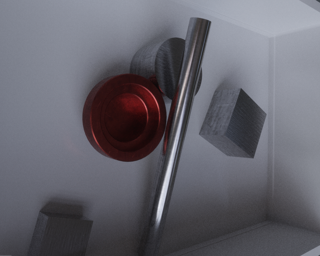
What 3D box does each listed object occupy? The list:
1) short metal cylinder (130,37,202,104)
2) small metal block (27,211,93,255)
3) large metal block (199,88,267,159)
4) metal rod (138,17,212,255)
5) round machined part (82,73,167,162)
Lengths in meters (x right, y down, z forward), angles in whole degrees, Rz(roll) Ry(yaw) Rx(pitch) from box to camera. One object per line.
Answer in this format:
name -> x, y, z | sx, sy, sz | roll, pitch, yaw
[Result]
short metal cylinder -> 0.009, -0.071, 0.399 | 0.081, 0.050, 0.079 | 0, 90, -40
small metal block -> -0.103, 0.117, 0.322 | 0.050, 0.025, 0.050 | 20, 77, -39
large metal block -> 0.117, -0.006, 0.492 | 0.080, 0.050, 0.080 | 35, 68, -35
metal rod -> 0.015, 0.022, 0.373 | 0.025, 0.025, 0.298 | 5, 102, -40
round machined part -> -0.043, -0.012, 0.358 | 0.099, 0.042, 0.097 | -3, 95, -37
